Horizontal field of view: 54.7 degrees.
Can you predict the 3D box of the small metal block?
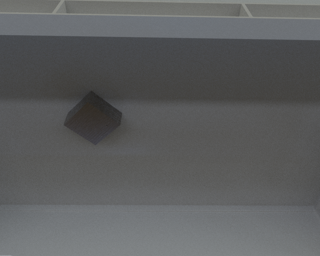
[{"bbox_3d":[-0.085,-0.012,0.398,0.050,0.025,0.050,-37,121,27],"label":"small metal block"}]
